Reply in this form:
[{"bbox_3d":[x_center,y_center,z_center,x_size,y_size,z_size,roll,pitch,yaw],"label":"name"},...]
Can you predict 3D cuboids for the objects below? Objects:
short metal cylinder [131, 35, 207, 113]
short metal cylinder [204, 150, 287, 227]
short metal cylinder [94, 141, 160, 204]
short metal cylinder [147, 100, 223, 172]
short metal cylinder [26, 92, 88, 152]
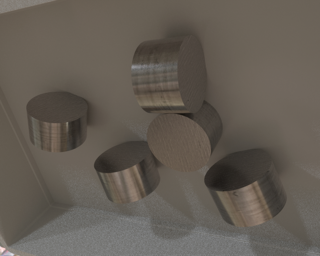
[{"bbox_3d":[0.013,-0.056,0.332,0.050,0.080,0.080,1,119,28],"label":"short metal cylinder"},{"bbox_3d":[0.099,0.068,0.363,0.080,0.080,0.050,-15,110,34],"label":"short metal cylinder"},{"bbox_3d":[-0.045,0.060,0.434,0.080,0.080,0.050,-3,117,29],"label":"short metal cylinder"},{"bbox_3d":[0.031,0.007,0.380,0.080,0.050,0.079,13,124,21],"label":"short metal cylinder"},{"bbox_3d":[-0.146,-0.010,0.444,0.080,0.080,0.050,22,127,15],"label":"short metal cylinder"}]
